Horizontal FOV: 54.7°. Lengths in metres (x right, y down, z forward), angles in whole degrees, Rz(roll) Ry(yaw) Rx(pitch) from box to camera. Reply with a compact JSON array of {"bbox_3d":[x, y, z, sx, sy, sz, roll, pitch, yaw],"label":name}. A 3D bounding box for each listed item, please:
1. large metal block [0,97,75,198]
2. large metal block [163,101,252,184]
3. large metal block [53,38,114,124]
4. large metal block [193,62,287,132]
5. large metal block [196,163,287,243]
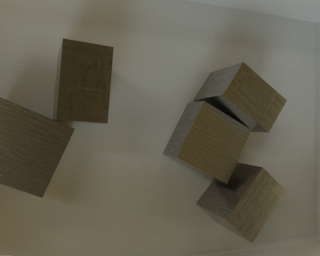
[{"bbox_3d":[-0.151,0.021,0.342,0.080,0.050,0.080,25,82,-18],"label":"large metal block"},{"bbox_3d":[0.063,0.019,0.420,0.080,0.050,0.080,29,80,-18],"label":"large metal block"},{"bbox_3d":[-0.089,-0.046,0.348,0.050,0.080,0.080,5,88,-22],"label":"large metal block"},{"bbox_3d":[0.105,-0.038,0.420,0.080,0.080,0.050,36,79,-17],"label":"large metal block"},{"bbox_3d":[0.107,0.095,0.421,0.050,0.080,0.080,43,77,-15],"label":"large metal block"}]
